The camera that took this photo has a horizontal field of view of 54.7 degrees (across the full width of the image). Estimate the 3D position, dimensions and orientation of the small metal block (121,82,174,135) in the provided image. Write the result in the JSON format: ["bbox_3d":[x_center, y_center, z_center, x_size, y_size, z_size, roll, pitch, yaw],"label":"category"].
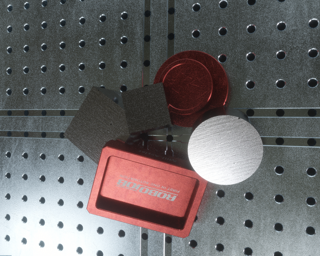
[{"bbox_3d":[-0.014,-0.022,0.368,0.050,0.025,0.050,-13,83,8],"label":"small metal block"}]

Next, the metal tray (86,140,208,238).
[{"bbox_3d":[-0.015,0.076,0.385,0.131,0.030,0.089,16,103,-3],"label":"metal tray"}]

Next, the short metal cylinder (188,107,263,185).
[{"bbox_3d":[0.074,0.019,0.361,0.080,0.050,0.079,2,104,8],"label":"short metal cylinder"}]

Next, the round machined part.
[{"bbox_3d":[0.036,-0.050,0.390,0.098,0.042,0.097,0,90,20],"label":"round machined part"}]

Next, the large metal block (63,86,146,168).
[{"bbox_3d":[-0.070,0.000,0.424,0.080,0.050,0.080,37,102,16],"label":"large metal block"}]
